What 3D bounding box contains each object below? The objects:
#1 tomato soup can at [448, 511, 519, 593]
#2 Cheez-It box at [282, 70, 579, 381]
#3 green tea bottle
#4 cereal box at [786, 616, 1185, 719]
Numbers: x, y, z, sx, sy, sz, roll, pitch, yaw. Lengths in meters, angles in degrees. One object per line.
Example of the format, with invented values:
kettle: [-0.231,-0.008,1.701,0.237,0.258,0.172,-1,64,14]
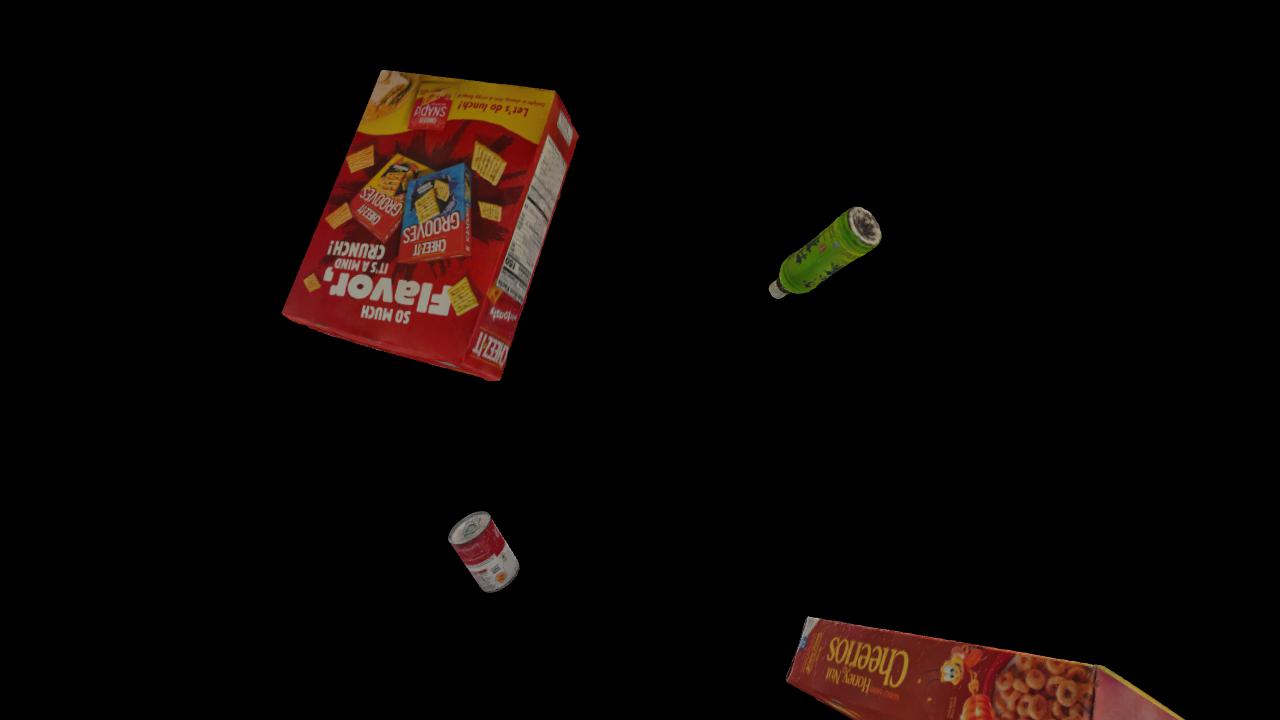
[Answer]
tomato soup can: [-0.229,0.285,0.911,0.068,0.101,0.068,-20,23,9]
Cheez-It box: [-0.161,-0.111,0.493,0.166,0.223,0.071,14,-10,16]
green tea bottle: [0.281,-0.157,0.975,0.073,0.073,0.212,0,-22,-27]
cereal box: [0.291,0.303,0.507,0.203,0.081,0.306,33,-24,-8]
